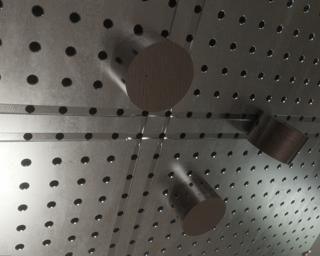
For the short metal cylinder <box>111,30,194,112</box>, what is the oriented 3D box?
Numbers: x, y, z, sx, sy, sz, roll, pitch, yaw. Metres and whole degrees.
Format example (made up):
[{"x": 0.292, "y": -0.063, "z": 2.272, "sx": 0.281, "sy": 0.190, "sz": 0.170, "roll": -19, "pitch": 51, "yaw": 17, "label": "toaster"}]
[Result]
[{"x": -0.009, "y": -0.065, "z": 0.351, "sx": 0.081, "sy": 0.050, "sz": 0.079, "roll": -14, "pitch": 125, "yaw": -21, "label": "short metal cylinder"}]

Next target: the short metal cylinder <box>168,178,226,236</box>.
[{"x": 0.061, "y": 0.130, "z": 0.511, "sx": 0.081, "sy": 0.050, "sz": 0.079, "roll": -14, "pitch": 125, "yaw": -21, "label": "short metal cylinder"}]

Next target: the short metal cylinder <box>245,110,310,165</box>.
[{"x": 0.183, "y": 0.014, "z": 0.487, "sx": 0.081, "sy": 0.080, "sz": 0.050, "roll": 19, "pitch": 109, "yaw": -36, "label": "short metal cylinder"}]
